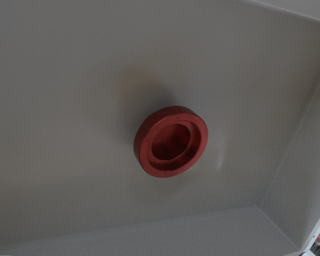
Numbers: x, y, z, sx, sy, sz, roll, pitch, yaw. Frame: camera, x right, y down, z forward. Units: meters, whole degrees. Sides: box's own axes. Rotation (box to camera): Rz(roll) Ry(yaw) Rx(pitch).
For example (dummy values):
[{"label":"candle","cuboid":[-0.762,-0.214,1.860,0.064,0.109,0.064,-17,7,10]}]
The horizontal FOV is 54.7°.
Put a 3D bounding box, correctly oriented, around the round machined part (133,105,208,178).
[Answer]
[{"label":"round machined part","cuboid":[0.011,0.014,0.409,0.099,0.042,0.097,-14,125,-21]}]
